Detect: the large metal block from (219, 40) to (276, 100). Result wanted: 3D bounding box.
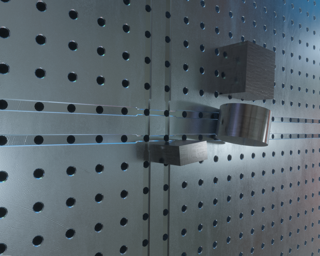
[{"bbox_3d":[0.146,-0.091,0.515,0.081,0.050,0.080,5,87,-40],"label":"large metal block"}]

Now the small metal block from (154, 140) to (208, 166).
[{"bbox_3d":[0.028,0.032,0.416,0.050,0.050,0.025,-8,95,-40],"label":"small metal block"}]

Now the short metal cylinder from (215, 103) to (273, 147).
[{"bbox_3d":[0.130,-0.003,0.482,0.080,0.080,0.050,18,79,-39],"label":"short metal cylinder"}]
